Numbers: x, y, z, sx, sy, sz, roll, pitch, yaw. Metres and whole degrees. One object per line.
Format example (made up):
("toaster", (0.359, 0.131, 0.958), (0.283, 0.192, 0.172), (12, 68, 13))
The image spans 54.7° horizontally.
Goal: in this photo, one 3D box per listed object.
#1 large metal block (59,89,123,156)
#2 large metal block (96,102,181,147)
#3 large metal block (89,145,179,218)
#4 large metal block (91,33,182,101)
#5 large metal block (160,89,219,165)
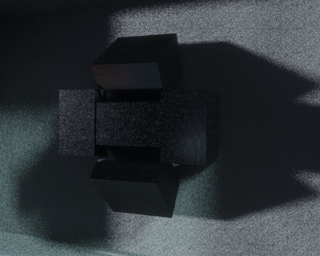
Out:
("large metal block", (-0.087, -0.007, 0.411), (0.050, 0.080, 0.080), (1, 90, 20))
("large metal block", (-0.023, -0.005, 0.388), (0.080, 0.080, 0.050), (1, 91, 20))
("large metal block", (-0.027, 0.066, 0.382), (0.080, 0.080, 0.050), (1, 49, 19))
("large metal block", (-0.024, -0.075, 0.382), (0.080, 0.080, 0.050), (2, 128, 20))
("large metal block", (0.038, -0.002, 0.367), (0.050, 0.080, 0.080), (1, 90, 20))
